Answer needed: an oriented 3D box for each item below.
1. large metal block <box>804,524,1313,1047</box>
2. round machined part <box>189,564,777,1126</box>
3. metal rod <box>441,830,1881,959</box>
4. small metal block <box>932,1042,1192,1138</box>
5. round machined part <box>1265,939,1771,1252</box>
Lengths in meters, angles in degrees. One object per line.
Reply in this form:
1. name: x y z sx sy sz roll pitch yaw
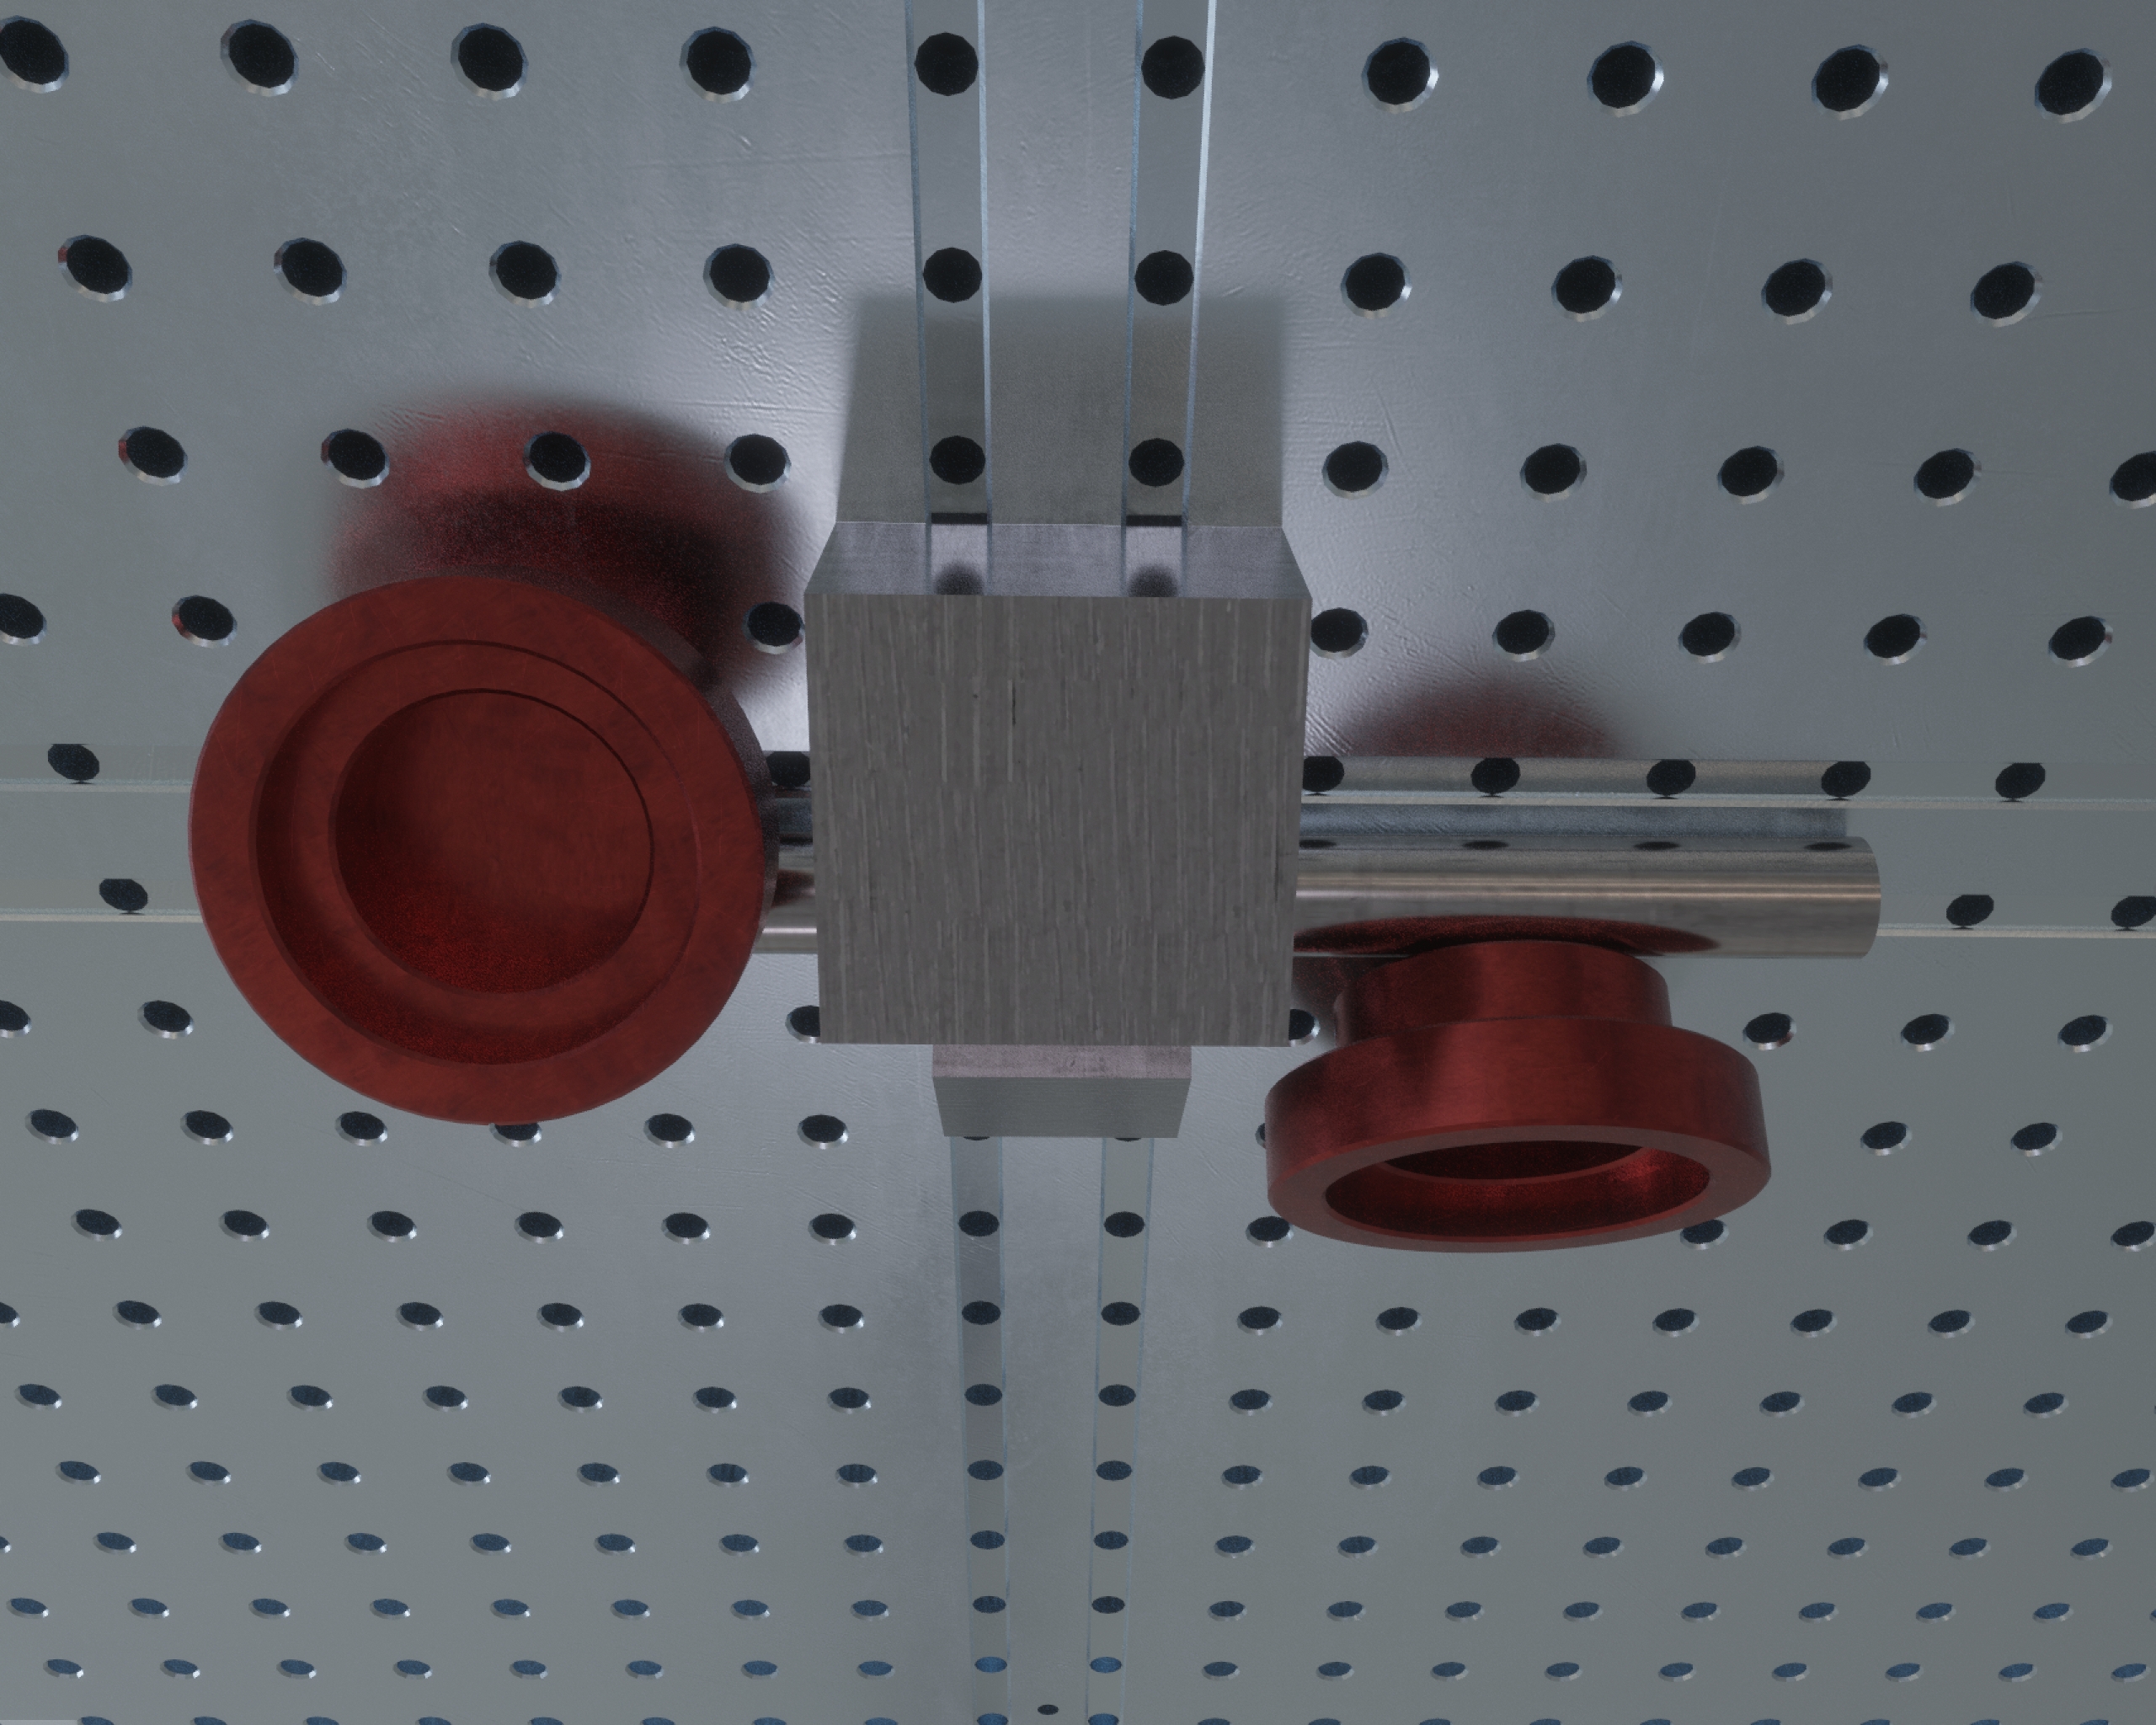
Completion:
1. large metal block: -0.004 -0.015 0.368 0.081 0.050 0.079 0 112 -1
2. round machined part: -0.103 -0.005 0.378 0.099 0.042 0.097 0 104 -1
3. metal rod: 0.006 0.006 0.418 0.302 0.025 0.025 0 130 -1
4. small metal block: -0.003 0.039 0.432 0.050 0.025 0.050 0 159 -1
5. round machined part: 0.087 0.047 0.425 0.099 0.042 0.098 0 156 0
